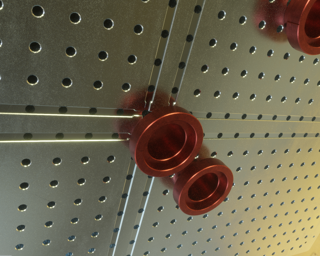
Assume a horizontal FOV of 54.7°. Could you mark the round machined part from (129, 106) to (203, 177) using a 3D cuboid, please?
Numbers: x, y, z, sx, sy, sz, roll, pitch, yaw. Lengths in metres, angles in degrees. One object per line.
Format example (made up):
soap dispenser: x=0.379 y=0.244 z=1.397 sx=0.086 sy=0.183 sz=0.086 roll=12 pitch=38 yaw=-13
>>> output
round machined part: x=0.005 y=0.014 z=0.413 sx=0.099 sy=0.042 sz=0.097 roll=-14 pitch=124 yaw=-21

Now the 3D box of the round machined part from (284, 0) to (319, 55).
round machined part: x=0.211 y=-0.153 z=0.423 sx=0.099 sy=0.042 sz=0.097 roll=-14 pitch=125 yaw=-21

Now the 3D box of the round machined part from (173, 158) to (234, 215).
round machined part: x=0.064 y=0.087 z=0.492 sx=0.099 sy=0.042 sz=0.097 roll=-14 pitch=125 yaw=-21
